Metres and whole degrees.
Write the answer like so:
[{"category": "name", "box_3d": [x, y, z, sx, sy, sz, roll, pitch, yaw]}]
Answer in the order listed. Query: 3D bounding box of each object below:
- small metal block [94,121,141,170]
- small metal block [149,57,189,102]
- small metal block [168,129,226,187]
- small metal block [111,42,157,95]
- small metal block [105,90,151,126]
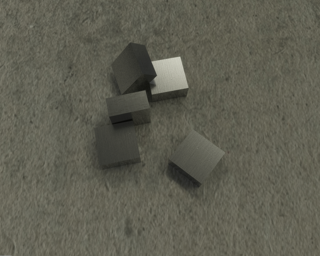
[{"category": "small metal block", "box_3d": [-0.054, 0.022, 0.399, 0.050, 0.025, 0.050, -11, 71, -5]}, {"category": "small metal block", "box_3d": [0.009, -0.068, 0.433, 0.050, 0.025, 0.050, -11, 71, -5]}, {"category": "small metal block", "box_3d": [0.046, 0.039, 0.395, 0.050, 0.025, 0.050, 37, 74, 12]}, {"category": "small metal block", "box_3d": [-0.036, -0.079, 0.421, 0.025, 0.050, 0.050, -2, 64, -44]}, {"category": "small metal block", "box_3d": [-0.040, -0.022, 0.402, 0.050, 0.050, 0.025, -12, 71, -5]}]
